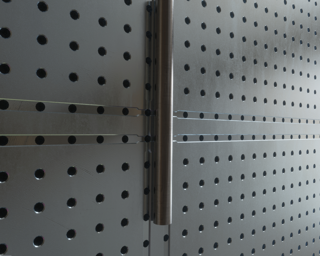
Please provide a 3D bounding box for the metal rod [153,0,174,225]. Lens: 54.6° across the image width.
[{"bbox_3d":[0.005,-0.024,0.412,0.025,0.025,0.298,1,90,-40],"label":"metal rod"}]
